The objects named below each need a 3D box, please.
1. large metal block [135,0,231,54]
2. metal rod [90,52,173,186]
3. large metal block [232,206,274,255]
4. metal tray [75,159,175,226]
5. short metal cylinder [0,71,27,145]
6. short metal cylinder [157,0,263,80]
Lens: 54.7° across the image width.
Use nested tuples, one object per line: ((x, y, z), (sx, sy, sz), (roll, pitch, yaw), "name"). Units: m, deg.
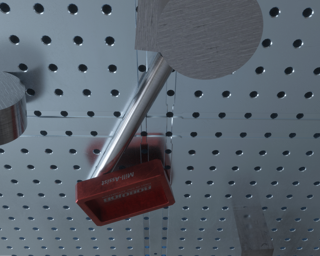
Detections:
((0.020, -0.118, 0.295), (0.081, 0.050, 0.079), (5, 130, -5), "large metal block")
((-0.057, 0.022, 0.429), (0.025, 0.025, 0.298), (21, 127, -17), "metal rod")
((0.159, 0.196, 0.544), (0.050, 0.080, 0.080), (-5, 130, 4), "large metal block")
((-0.050, 0.101, 0.471), (0.131, 0.030, 0.090), (-17, 137, 1), "metal tray")
((-0.196, -0.024, 0.353), (0.081, 0.080, 0.050), (10, 129, -8), "short metal cylinder")
((0.038, -0.087, 0.255), (0.081, 0.050, 0.079), (0, 130, 0), "short metal cylinder")
